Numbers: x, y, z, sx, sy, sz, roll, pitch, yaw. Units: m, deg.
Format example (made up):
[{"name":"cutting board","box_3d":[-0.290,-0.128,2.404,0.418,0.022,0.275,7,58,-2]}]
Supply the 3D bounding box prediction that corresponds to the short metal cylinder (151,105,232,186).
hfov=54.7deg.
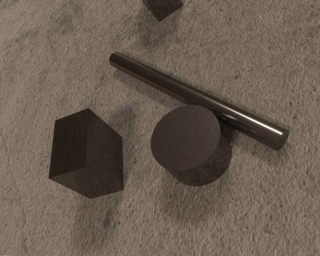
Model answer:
[{"name":"short metal cylinder","box_3d":[0.036,0.021,0.355,0.080,0.050,0.080,-13,56,20]}]

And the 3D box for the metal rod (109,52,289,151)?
[{"name":"metal rod","box_3d":[0.028,-0.050,0.418,0.300,0.025,0.025,32,79,37]}]

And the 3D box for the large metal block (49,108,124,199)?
[{"name":"large metal block","box_3d":[-0.089,0.035,0.392,0.050,0.080,0.080,-18,55,17]}]

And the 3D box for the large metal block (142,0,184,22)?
[{"name":"large metal block","box_3d":[-0.013,-0.241,0.521,0.050,0.080,0.080,-34,52,6]}]
